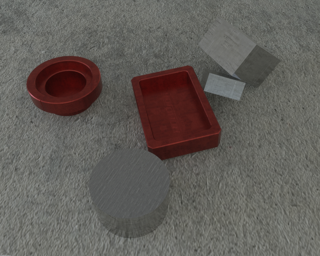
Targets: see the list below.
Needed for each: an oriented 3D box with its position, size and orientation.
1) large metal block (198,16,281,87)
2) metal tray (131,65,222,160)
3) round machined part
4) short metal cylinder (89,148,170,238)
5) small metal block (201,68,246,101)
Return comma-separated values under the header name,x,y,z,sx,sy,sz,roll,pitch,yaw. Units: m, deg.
name,x,y,z,sx,sy,sz,roll,pitch,yaw
large metal block,0.117,-0.111,0.456,0.081,0.050,0.080,8,36,-47
metal tray,0.017,-0.024,0.415,0.091,0.030,0.130,-13,51,-5
round machined part,-0.131,-0.055,0.437,0.099,0.042,0.098,0,50,0
short metal cylinder,-0.030,0.068,0.329,0.081,0.050,0.080,0,50,0
small metal block,0.087,-0.062,0.436,0.050,0.025,0.050,15,17,-3
